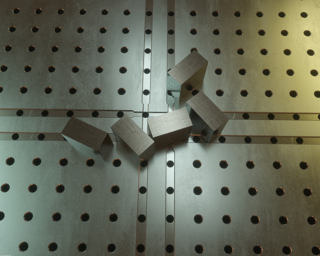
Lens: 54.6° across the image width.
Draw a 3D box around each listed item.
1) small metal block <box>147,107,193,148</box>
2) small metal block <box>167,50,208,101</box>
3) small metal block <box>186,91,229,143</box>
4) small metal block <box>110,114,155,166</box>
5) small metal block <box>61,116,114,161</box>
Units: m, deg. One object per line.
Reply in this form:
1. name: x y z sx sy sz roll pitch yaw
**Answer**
1. small metal block: 0.012 0.001 0.398 0.050 0.050 0.025 -17 71 -6
2. small metal block: 0.036 -0.071 0.425 0.050 0.050 0.025 -42 75 -14
3. small metal block: 0.058 -0.013 0.404 0.025 0.050 0.050 -38 75 -12
4. small metal block: -0.033 0.016 0.393 0.025 0.050 0.050 -43 76 -14
5. small metal block: -0.090 0.015 0.393 0.050 0.050 0.025 24 72 8
